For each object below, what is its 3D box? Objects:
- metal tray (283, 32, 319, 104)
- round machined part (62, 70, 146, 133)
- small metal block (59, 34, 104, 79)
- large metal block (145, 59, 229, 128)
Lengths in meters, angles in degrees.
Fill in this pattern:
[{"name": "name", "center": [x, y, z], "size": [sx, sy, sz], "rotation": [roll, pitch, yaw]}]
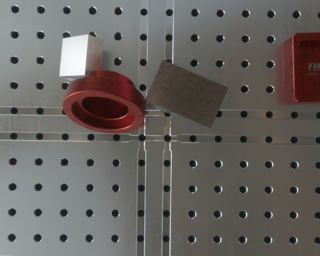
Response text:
[{"name": "metal tray", "center": [0.237, -0.080, 0.413], "size": [0.131, 0.030, 0.089], "rotation": [-2, 90, -1]}, {"name": "round machined part", "center": [-0.066, -0.034, 0.383], "size": [0.099, 0.098, 0.042], "rotation": [6, 61, -1]}, {"name": "small metal block", "center": [-0.102, -0.090, 0.399], "size": [0.050, 0.025, 0.050], "rotation": [5, 90, 36]}, {"name": "large metal block", "center": [0.030, -0.038, 0.386], "size": [0.080, 0.080, 0.050], "rotation": [23, 90, -1]}]
